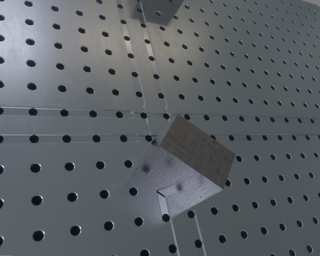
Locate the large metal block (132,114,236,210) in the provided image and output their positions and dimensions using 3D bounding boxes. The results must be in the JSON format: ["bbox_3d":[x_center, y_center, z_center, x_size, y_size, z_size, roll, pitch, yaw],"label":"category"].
[{"bbox_3d":[0.026,0.042,0.360,0.080,0.080,0.050,35,51,-5],"label":"large metal block"}]

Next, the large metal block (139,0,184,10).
[{"bbox_3d":[0.002,-0.268,0.556,0.081,0.050,0.080,2,61,-27],"label":"large metal block"}]
